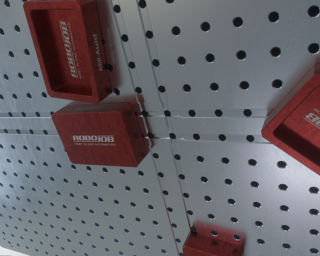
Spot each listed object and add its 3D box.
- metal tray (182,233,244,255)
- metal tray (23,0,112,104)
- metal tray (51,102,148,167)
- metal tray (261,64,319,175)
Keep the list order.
[{"bbox_3d":[0.088,0.239,0.510,0.090,0.030,0.129,8,122,24],"label":"metal tray"},{"bbox_3d":[-0.119,-0.101,0.409,0.090,0.030,0.129,9,122,23],"label":"metal tray"},{"bbox_3d":[-0.091,0.011,0.464,0.130,0.030,0.090,-1,118,28],"label":"metal tray"},{"bbox_3d":[0.184,0.007,0.315,0.130,0.030,0.089,35,129,5],"label":"metal tray"}]
